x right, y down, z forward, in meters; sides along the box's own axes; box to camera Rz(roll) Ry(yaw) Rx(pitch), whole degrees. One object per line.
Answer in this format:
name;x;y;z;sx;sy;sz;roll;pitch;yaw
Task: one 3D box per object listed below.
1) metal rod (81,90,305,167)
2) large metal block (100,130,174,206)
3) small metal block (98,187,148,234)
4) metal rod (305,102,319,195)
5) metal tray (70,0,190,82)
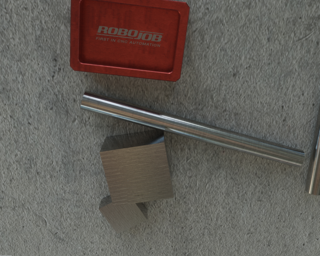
metal rod;0.047;0.003;0.411;0.302;0.025;0.025;15;109;-6
large metal block;-0.028;0.052;0.415;0.080;0.050;0.079;-9;110;3
small metal block;-0.053;0.119;0.453;0.050;0.025;0.050;-28;108;9
metal rod;0.221;-0.049;0.394;0.025;0.025;0.298;-1;110;0
metal tray;-0.036;-0.108;0.366;0.131;0.030;0.089;6;110;-3
